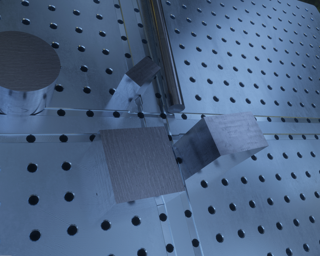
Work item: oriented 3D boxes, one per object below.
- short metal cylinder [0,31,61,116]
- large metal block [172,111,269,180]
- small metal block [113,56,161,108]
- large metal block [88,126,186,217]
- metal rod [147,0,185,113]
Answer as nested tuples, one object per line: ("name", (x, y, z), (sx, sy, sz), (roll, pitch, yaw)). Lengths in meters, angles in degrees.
("short metal cylinder", (-0.157, -0.060, 0.345), (0.081, 0.050, 0.080), (14, 56, -21))
("large metal block", (0.076, 0.023, 0.402), (0.081, 0.080, 0.050), (-7, 66, -32))
("small metal block", (-0.031, -0.062, 0.414), (0.025, 0.050, 0.050), (41, 51, -1))
("large metal block", (-0.029, 0.047, 0.350), (0.081, 0.050, 0.080), (-4, 64, -30))
("metal rod", (0.001, -0.158, 0.506), (0.025, 0.025, 0.299), (5, 60, -26))
